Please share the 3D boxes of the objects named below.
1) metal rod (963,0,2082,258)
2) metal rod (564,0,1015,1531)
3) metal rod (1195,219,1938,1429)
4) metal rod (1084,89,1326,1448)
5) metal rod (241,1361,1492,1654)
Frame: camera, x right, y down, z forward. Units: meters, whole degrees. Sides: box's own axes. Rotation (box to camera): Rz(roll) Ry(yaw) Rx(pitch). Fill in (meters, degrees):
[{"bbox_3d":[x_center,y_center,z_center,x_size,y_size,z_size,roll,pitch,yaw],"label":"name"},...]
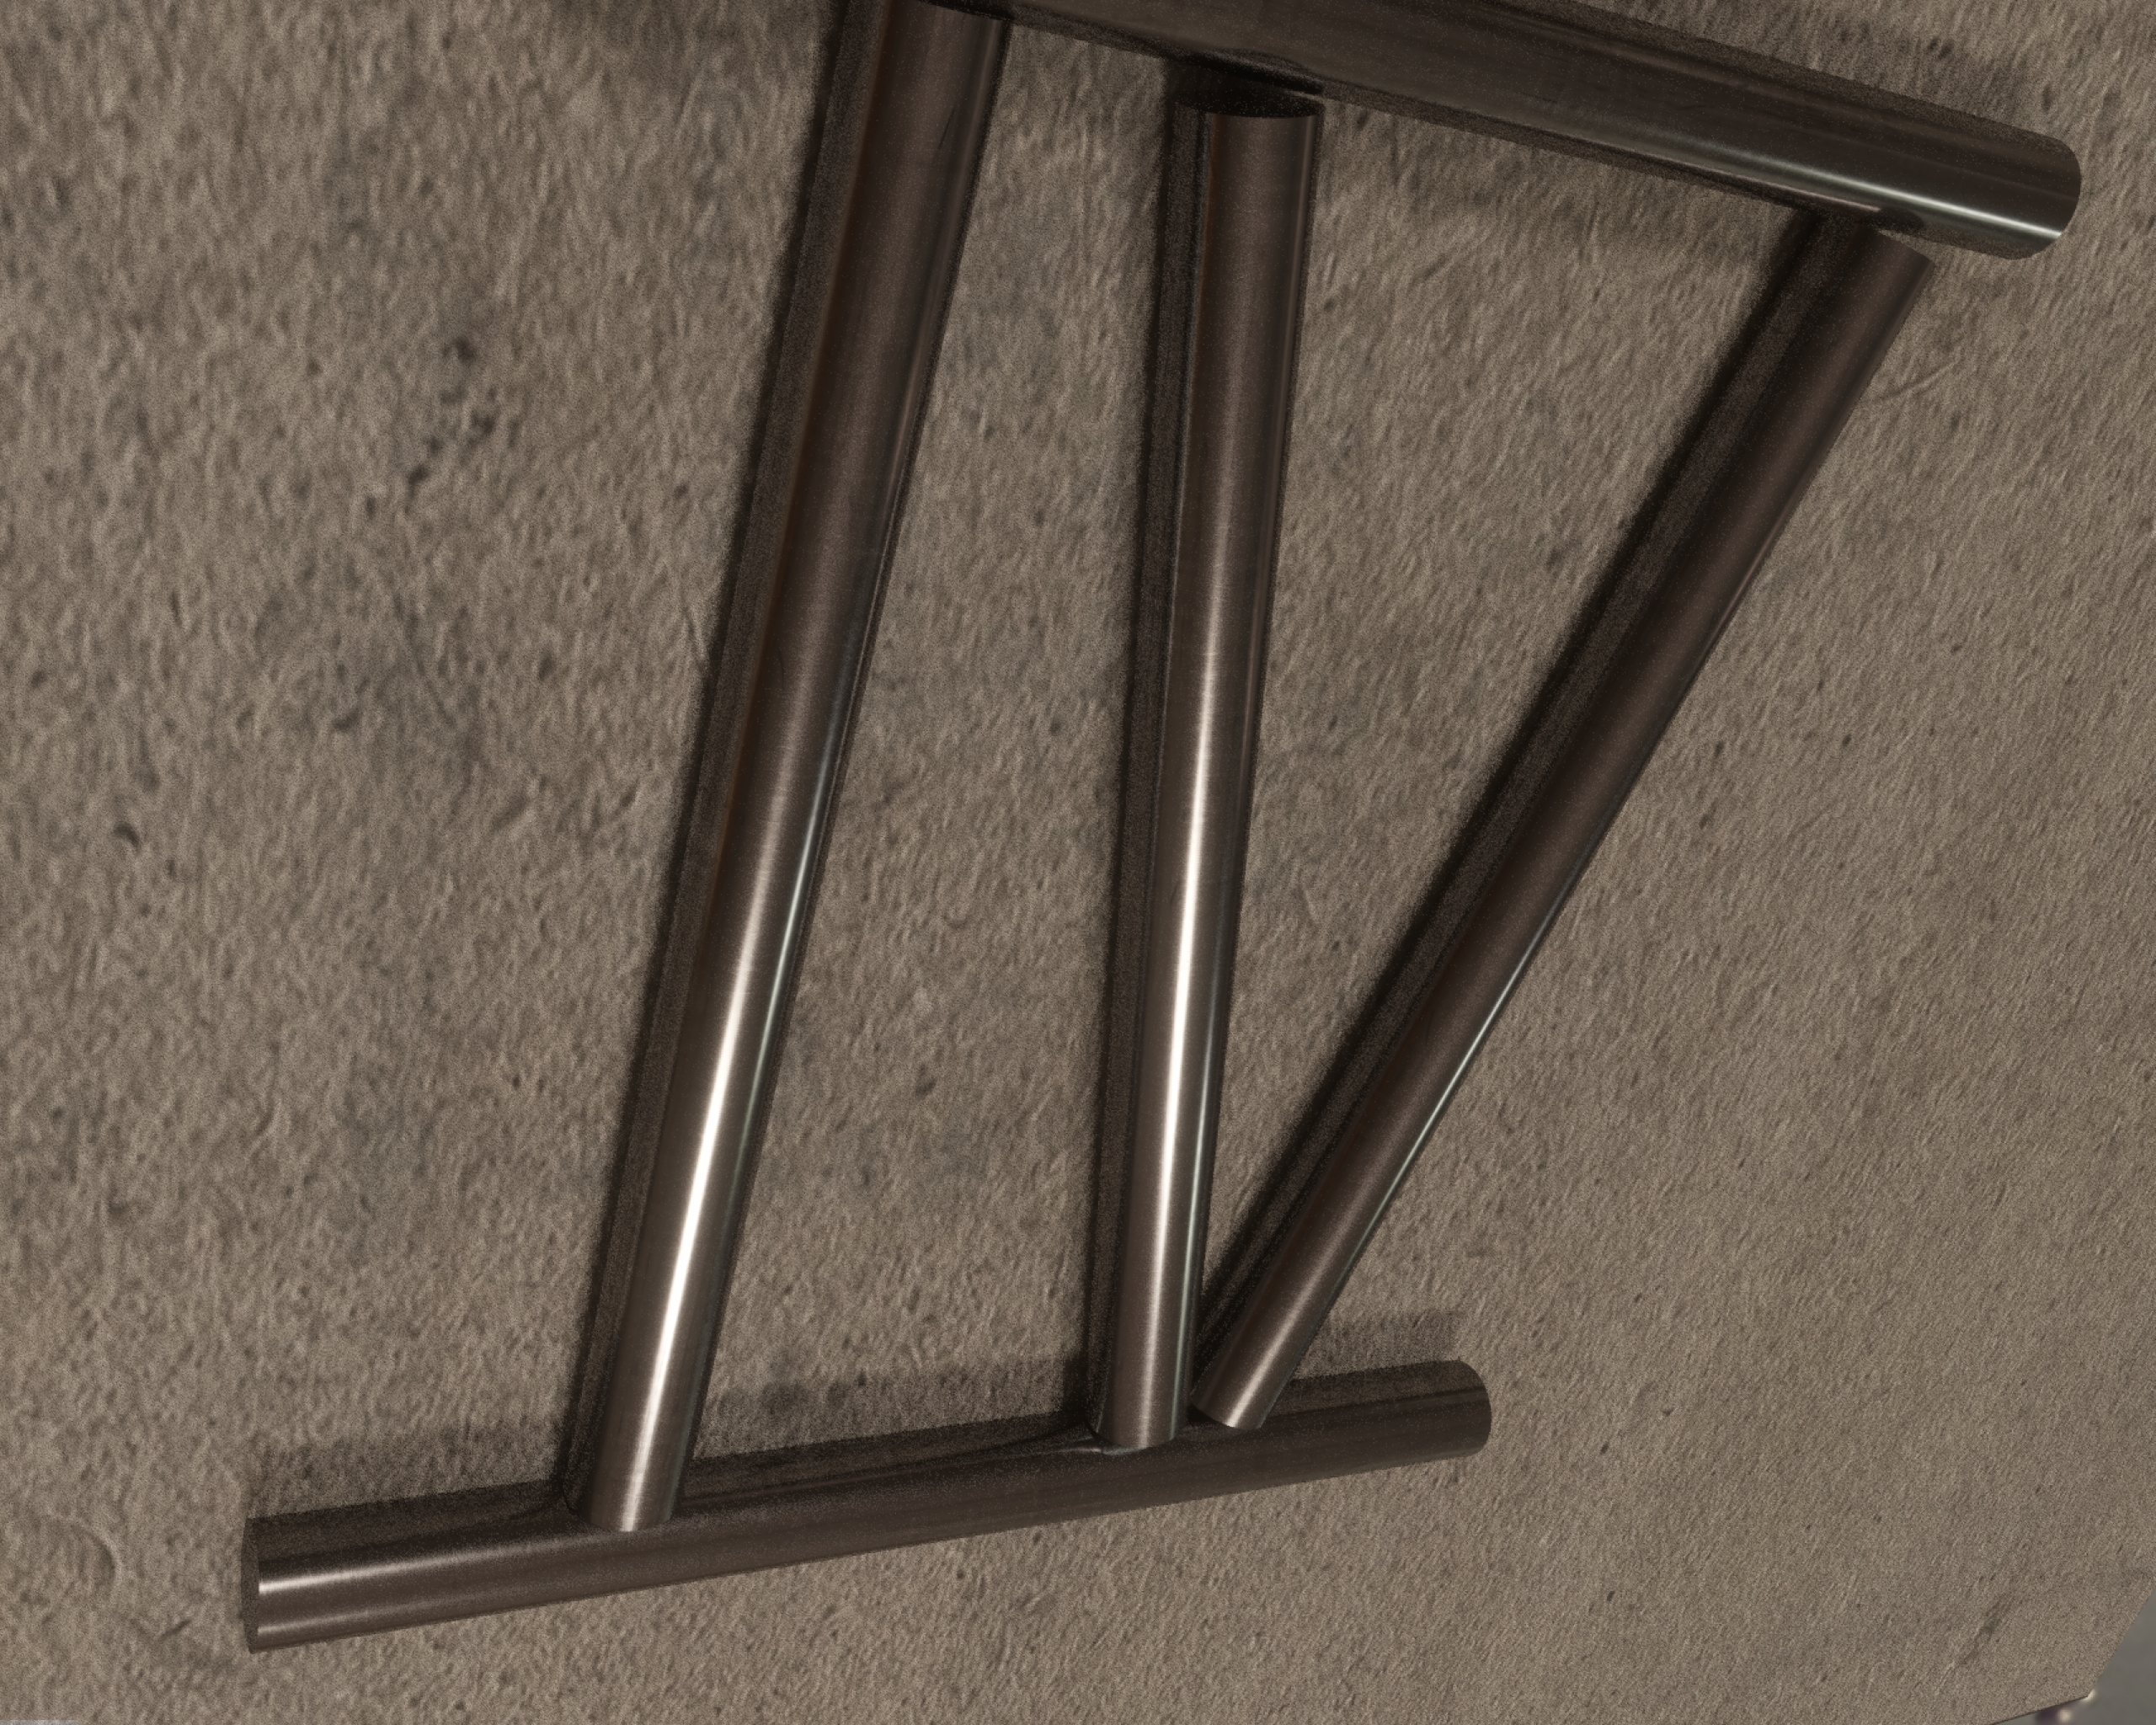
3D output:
[{"bbox_3d":[0.065,-0.140,0.359,0.303,0.025,0.025,1,118,-29],"label":"metal rod"},{"bbox_3d":[-0.058,0.000,0.377,0.025,0.025,0.298,1,118,-29],"label":"metal rod"},{"bbox_3d":[0.098,0.002,0.465,0.025,0.025,0.298,14,111,-35],"label":"metal rod"},{"bbox_3d":[0.021,0.002,0.422,0.025,0.025,0.298,-11,123,-23],"label":"metal rod"},{"bbox_3d":[-0.030,0.143,0.481,0.303,0.025,0.025,1,118,-29],"label":"metal rod"}]
